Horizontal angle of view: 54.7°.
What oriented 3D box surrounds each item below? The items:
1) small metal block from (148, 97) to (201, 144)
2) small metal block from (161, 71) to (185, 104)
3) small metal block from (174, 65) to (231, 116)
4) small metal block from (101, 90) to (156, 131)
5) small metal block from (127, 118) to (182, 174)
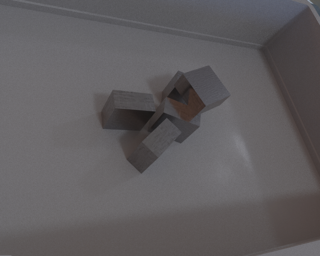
[{"bbox_3d":[0.018,-0.009,0.405,0.050,0.050,0.025,21,54,-16],"label":"small metal block"},{"bbox_3d":[0.036,-0.048,0.438,0.050,0.050,0.025,18,55,-18],"label":"small metal block"},{"bbox_3d":[0.055,-0.049,0.401,0.050,0.025,0.050,-24,75,-37],"label":"small metal block"},{"bbox_3d":[-0.040,-0.020,0.380,0.050,0.050,0.025,3,61,-27],"label":"small metal block"},{"bbox_3d":[-0.007,0.022,0.372,0.025,0.050,0.050,44,51,2],"label":"small metal block"}]
